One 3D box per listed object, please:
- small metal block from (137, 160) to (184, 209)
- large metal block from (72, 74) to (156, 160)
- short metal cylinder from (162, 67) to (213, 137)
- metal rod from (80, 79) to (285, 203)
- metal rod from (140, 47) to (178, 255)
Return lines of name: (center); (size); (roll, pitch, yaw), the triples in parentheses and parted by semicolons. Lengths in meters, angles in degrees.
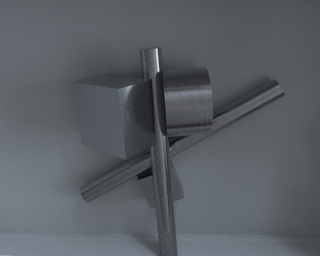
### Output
small metal block: (0.002, 0.081, 0.439); (0.050, 0.025, 0.050); (-20, 109, 7)
large metal block: (-0.054, -0.017, 0.369); (0.080, 0.050, 0.079); (13, 116, 38)
short metal cylinder: (0.030, -0.031, 0.369); (0.050, 0.080, 0.079); (-5, 110, 0)
metal rod: (0.022, 0.022, 0.417); (0.300, 0.025, 0.025); (-30, 108, 10)
metal rod: (0.001, 0.050, 0.400); (0.025, 0.025, 0.298); (-5, 109, 1)
